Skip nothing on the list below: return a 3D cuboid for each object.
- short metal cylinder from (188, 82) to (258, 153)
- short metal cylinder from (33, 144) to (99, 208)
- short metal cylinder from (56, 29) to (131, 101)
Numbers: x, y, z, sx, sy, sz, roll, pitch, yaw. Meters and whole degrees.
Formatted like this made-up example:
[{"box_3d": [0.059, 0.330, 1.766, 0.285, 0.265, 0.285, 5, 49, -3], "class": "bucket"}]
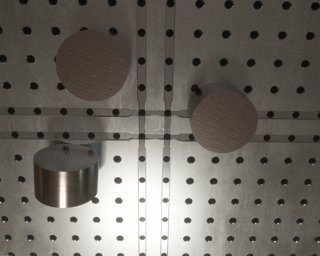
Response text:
[{"box_3d": [0.077, -0.014, 0.396, 0.081, 0.050, 0.079, 0, 110, -1], "class": "short metal cylinder"}, {"box_3d": [-0.121, 0.060, 0.404, 0.081, 0.080, 0.050, 6, 110, -3], "class": "short metal cylinder"}, {"box_3d": [-0.076, -0.077, 0.371, 0.081, 0.050, 0.079, 0, 110, -1], "class": "short metal cylinder"}]
